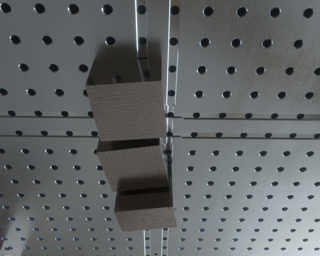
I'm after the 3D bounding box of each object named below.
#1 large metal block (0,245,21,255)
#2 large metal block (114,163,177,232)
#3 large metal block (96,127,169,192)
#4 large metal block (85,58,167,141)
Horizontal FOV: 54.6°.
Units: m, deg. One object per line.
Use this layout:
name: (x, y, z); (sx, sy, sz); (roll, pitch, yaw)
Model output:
large metal block: (-0.342, 0.294, 0.622); (0.080, 0.080, 0.050); (-22, 127, 18)
large metal block: (-0.019, 0.102, 0.462); (0.080, 0.080, 0.050); (-6, 130, 5)
large metal block: (-0.034, 0.040, 0.429); (0.080, 0.050, 0.080); (-7, 130, 6)
large metal block: (-0.035, -0.032, 0.367); (0.080, 0.050, 0.080); (-4, 130, 3)
